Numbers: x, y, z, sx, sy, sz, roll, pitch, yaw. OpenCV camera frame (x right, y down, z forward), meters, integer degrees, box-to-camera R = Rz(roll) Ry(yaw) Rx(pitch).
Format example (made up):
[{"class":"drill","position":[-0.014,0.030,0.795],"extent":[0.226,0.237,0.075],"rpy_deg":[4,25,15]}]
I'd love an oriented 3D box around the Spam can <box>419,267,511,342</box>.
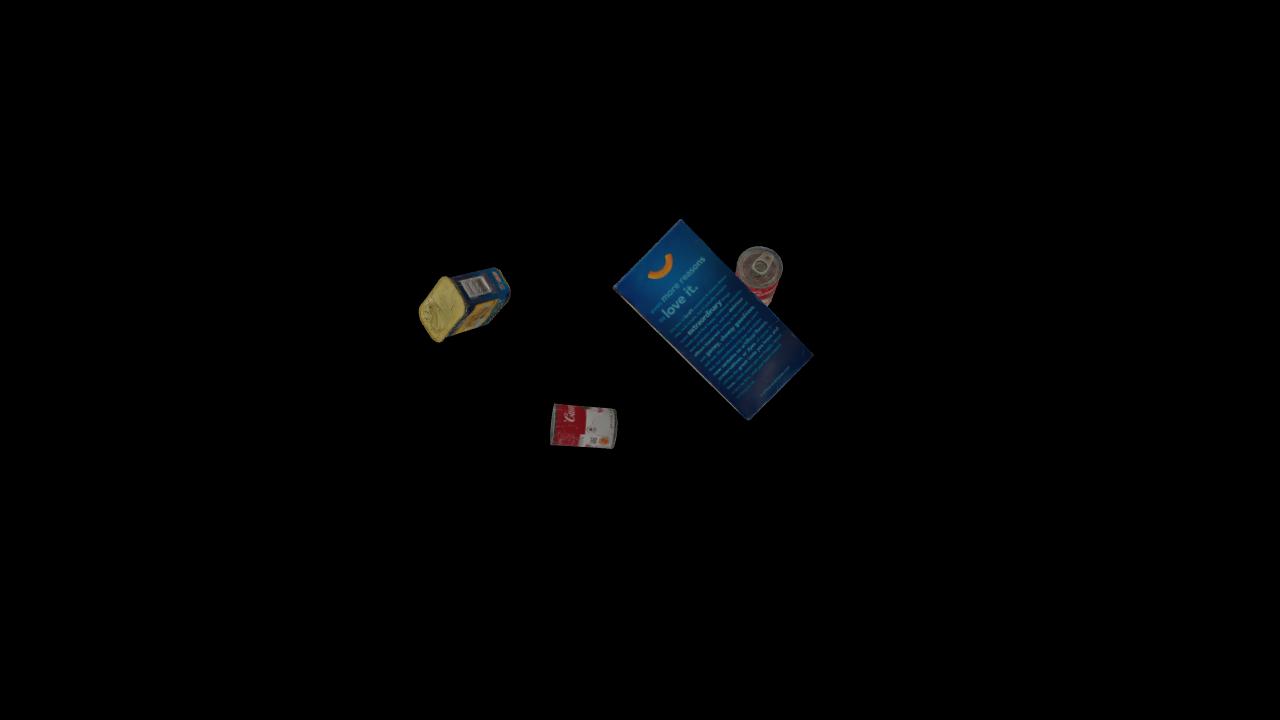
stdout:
[{"class":"Spam can","position":[-0.234,-0.076,0.829],"extent":[0.101,0.058,0.085],"rpy_deg":[-37,-7,40]}]

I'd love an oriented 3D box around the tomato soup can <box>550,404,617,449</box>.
[{"class":"tomato soup can","position":[-0.091,0.108,0.994],"extent":[0.101,0.068,0.068],"rpy_deg":[6,-1,-12]}]

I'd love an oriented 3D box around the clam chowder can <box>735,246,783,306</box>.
[{"class":"clam chowder can","position":[0.177,-0.121,0.943],"extent":[0.068,0.068,0.102],"rpy_deg":[0,-17,3]}]

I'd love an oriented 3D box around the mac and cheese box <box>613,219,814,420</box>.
[{"class":"mac and cheese box","position":[0.071,-0.037,0.598],"extent":[0.184,0.093,0.041],"rpy_deg":[45,1,-6]}]
